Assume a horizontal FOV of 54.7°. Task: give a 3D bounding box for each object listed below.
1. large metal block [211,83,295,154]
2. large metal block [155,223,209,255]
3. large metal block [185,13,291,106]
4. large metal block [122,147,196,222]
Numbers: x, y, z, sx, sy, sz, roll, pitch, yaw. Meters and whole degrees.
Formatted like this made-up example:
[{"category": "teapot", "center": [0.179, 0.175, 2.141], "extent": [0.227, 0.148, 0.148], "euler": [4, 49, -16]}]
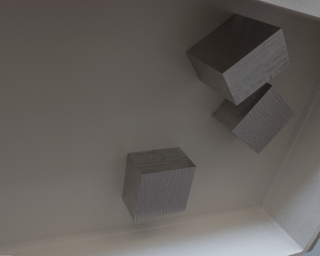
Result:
[{"category": "large metal block", "center": [0.137, -0.020, 0.455], "extent": [0.080, 0.050, 0.080], "euler": [-50, 129, 7]}, {"category": "large metal block", "center": [0.036, 0.227, 0.536], "extent": [0.050, 0.080, 0.079], "euler": [-2, 119, -28]}, {"category": "large metal block", "center": [0.091, -0.084, 0.370], "extent": [0.080, 0.080, 0.050], "euler": [-38, 129, -3]}, {"category": "large metal block", "center": [-0.004, 0.078, 0.438], "extent": [0.081, 0.050, 0.079], "euler": [-5, 121, -26]}]
